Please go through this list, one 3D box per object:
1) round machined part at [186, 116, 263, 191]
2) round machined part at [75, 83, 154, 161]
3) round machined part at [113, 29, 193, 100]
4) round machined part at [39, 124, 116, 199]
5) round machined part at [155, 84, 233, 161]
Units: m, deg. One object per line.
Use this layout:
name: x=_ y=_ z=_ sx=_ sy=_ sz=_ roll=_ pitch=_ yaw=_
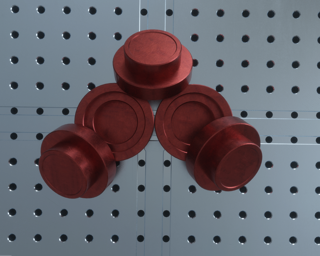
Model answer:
round machined part: x=0.085 y=0.038 z=0.379 sx=0.099 sy=0.042 sz=0.097 roll=-13 pitch=123 yaw=-22
round machined part: x=-0.057 y=-0.007 z=0.403 sx=0.099 sy=0.042 sz=0.097 roll=0 pitch=90 yaw=-1
round machined part: x=-0.009 y=-0.084 z=0.379 sx=0.099 sy=0.042 sz=0.098 roll=1 pitch=52 yaw=0
round machined part: x=-0.107 y=0.047 z=0.380 sx=0.098 sy=0.042 sz=0.097 roll=10 pitch=119 yaw=20
round machined part: x=0.042 y=-0.006 z=0.405 sx=0.099 sy=0.042 sz=0.097 roll=0 pitch=90 yaw=-1
